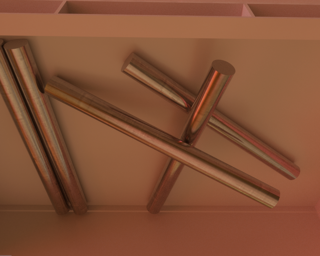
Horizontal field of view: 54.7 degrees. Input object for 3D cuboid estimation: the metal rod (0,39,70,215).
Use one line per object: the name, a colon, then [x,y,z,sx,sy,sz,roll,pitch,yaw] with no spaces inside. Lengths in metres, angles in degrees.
metal rod: [-0.172,0.023,0.426,0.025,0.025,0.298,-3,130,2]

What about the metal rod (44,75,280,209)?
metal rod: [0.005,0.018,0.371,0.301,0.025,0.025,27,127,-2]

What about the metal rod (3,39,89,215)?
metal rod: [-0.144,0.024,0.427,0.025,0.025,0.298,-3,130,2]

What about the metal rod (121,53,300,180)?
metal rod: [0.082,-0.003,0.406,0.301,0.025,0.025,31,124,-24]

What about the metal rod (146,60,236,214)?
metal rod: [0.027,0.037,0.416,0.025,0.025,0.298,11,136,-10]
